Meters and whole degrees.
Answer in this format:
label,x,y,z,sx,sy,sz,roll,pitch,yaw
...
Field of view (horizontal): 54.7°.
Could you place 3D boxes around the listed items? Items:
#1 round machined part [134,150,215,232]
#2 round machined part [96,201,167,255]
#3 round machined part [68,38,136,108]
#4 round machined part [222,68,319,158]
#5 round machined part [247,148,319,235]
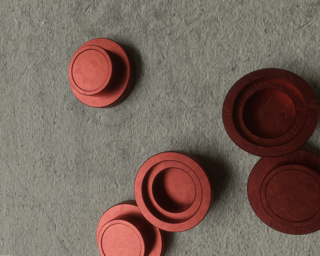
label,x,y,z,sx,sy,sz,roll,pitch,yaw
round machined part,0.021,0.077,0.393,0.098,0.042,0.097,0,90,20
round machined part,-0.043,0.150,0.415,0.098,0.042,0.097,0,90,20
round machined part,-0.086,-0.077,0.430,0.098,0.042,0.097,0,90,20
round machined part,0.124,-0.015,0.351,0.098,0.042,0.097,-3,81,21
round machined part,0.148,0.072,0.347,0.098,0.042,0.097,0,90,20
